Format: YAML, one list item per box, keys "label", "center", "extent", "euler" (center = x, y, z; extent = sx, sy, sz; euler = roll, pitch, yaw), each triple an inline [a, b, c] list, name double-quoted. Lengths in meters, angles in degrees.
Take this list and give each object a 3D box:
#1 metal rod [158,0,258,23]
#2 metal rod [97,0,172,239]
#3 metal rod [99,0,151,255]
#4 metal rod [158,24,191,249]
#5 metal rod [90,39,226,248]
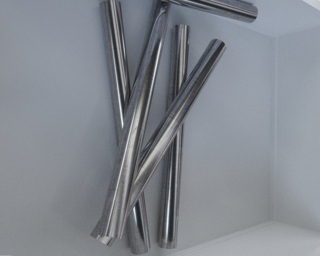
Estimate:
- label: "metal rod"
  center: [0.005, -0.169, 0.380]
  extent: [0.303, 0.025, 0.025]
  euler: [1, 90, -31]
- label: "metal rod"
  center: [-0.022, -0.031, 0.355]
  extent: [0.025, 0.025, 0.299]
  euler: [28, 63, -37]
- label: "metal rod"
  center: [-0.041, 0.004, 0.372]
  extent: [0.025, 0.025, 0.298]
  euler: [-11, 97, -40]
- label: "metal rod"
  center: [0.020, 0.009, 0.423]
  extent: [0.025, 0.025, 0.298]
  euler: [7, 86, -40]
- label: "metal rod"
  center: [0.010, 0.000, 0.380]
  extent: [0.025, 0.025, 0.300]
  euler: [46, 62, -30]
